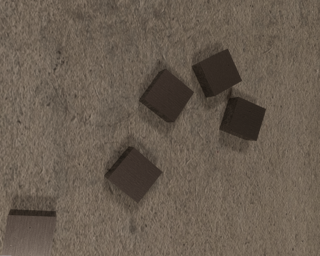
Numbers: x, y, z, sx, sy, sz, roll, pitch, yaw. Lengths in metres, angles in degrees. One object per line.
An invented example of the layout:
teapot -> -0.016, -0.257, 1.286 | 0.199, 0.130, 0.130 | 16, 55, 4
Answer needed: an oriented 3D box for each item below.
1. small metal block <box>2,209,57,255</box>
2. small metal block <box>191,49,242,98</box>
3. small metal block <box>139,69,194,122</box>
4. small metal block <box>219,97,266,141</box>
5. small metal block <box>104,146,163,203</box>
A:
small metal block -> -0.149, 0.122, 0.355 | 0.050, 0.025, 0.050 | 9, 87, -20
small metal block -> 0.081, -0.077, 0.440 | 0.050, 0.025, 0.050 | -30, 100, -18
small metal block -> 0.009, -0.042, 0.413 | 0.050, 0.025, 0.050 | 37, 78, -17
small metal block -> 0.122, -0.013, 0.456 | 0.050, 0.025, 0.050 | 21, 83, -19
small metal block -> -0.034, 0.059, 0.397 | 0.050, 0.025, 0.050 | 43, 76, -15
